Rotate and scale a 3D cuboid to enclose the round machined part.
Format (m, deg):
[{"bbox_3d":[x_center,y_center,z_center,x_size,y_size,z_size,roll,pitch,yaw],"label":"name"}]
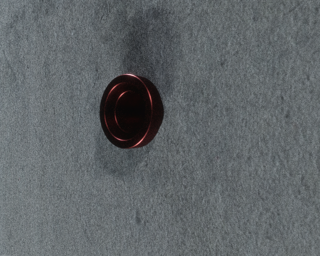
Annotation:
[{"bbox_3d":[-0.034,-0.022,0.420,0.098,0.042,0.097,0,90,39],"label":"round machined part"}]
